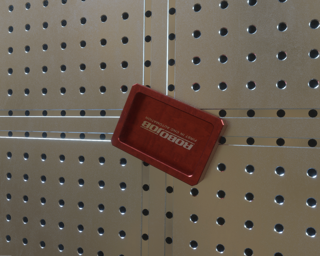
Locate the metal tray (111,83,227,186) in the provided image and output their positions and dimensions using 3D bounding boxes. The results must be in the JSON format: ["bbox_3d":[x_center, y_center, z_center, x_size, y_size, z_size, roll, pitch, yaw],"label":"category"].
[{"bbox_3d":[0.009,0.006,0.406,0.130,0.030,0.090,25,98,18],"label":"metal tray"}]
